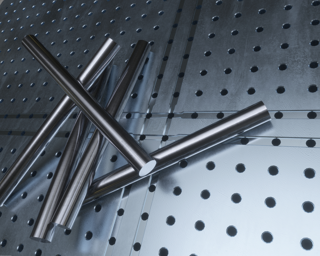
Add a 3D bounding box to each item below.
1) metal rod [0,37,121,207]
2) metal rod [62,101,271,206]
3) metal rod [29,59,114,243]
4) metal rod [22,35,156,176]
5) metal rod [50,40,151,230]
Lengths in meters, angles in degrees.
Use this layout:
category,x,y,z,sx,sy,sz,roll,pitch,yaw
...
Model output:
category,x,y,z,sx,sy,sz,roll,pitch,yaw
metal rod,-0.159,-0.008,0.464,0.025,0.025,0.299,39,92,38
metal rod,-0.011,0.044,0.385,0.301,0.025,0.025,-26,53,11
metal rod,-0.114,0.007,0.441,0.025,0.025,0.300,-6,52,24
metal rod,-0.111,-0.045,0.425,0.025,0.025,0.300,-45,63,-3
metal rod,-0.070,-0.010,0.429,0.025,0.025,0.300,2,56,29
